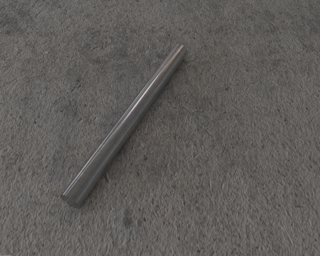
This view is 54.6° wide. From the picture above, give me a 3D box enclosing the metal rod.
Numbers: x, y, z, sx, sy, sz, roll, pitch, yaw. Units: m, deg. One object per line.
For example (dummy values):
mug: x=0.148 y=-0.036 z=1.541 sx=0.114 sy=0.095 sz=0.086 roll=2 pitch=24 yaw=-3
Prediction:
metal rod: x=-0.032 y=-0.024 z=0.423 sx=0.025 sy=0.025 sz=0.301 roll=20 pitch=53 yaw=16
